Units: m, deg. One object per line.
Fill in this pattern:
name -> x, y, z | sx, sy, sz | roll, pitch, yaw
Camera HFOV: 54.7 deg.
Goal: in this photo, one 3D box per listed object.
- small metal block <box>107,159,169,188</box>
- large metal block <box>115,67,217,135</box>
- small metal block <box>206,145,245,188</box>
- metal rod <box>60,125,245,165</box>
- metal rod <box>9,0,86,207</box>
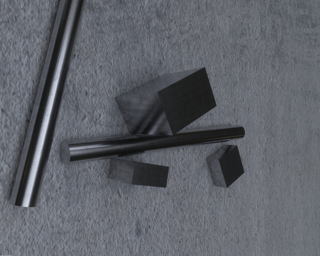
small metal block -> -0.026, 0.053, 0.369 | 0.050, 0.050, 0.025 | 15, 81, -39
large metal block -> 0.007, -0.032, 0.377 | 0.081, 0.080, 0.050 | -32, 111, -36
small metal block -> 0.106, 0.060, 0.496 | 0.050, 0.025, 0.050 | -30, 109, -36
metal rod -> 0.016, 0.017, 0.420 | 0.302, 0.025, 0.025 | -5, 93, -40
metal rod -> -0.104, -0.072, 0.318 | 0.025, 0.025, 0.299 | 18, 79, -39
